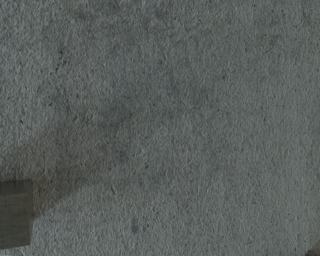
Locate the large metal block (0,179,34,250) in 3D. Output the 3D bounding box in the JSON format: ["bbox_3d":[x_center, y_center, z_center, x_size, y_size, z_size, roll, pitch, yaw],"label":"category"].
[{"bbox_3d":[-0.175,0.087,0.315,0.081,0.080,0.050,-2,91,-20],"label":"large metal block"}]

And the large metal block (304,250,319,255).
[{"bbox_3d":[0.250,0.259,0.488,0.080,0.050,0.080,-40,103,-16],"label":"large metal block"}]
